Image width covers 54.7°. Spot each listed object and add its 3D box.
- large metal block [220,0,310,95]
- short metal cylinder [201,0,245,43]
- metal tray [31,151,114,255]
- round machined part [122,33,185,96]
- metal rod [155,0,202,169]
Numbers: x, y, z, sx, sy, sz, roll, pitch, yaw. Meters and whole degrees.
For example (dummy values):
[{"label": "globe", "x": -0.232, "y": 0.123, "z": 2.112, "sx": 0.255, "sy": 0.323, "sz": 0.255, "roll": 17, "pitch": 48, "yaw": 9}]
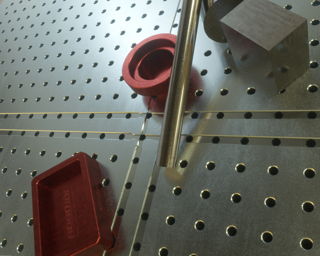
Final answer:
[{"label": "large metal block", "x": 0.126, "y": -0.099, "z": 0.367, "sx": 0.050, "sy": 0.080, "sz": 0.080, "roll": -40, "pitch": 51, "yaw": 1}, {"label": "short metal cylinder", "x": 0.094, "y": -0.165, "z": 0.424, "sx": 0.080, "sy": 0.080, "sz": 0.050, "roll": -21, "pitch": 54, "yaw": 15}, {"label": "metal tray", "x": -0.117, "y": 0.105, "z": 0.399, "sx": 0.090, "sy": 0.030, "sz": 0.130, "roll": -29, "pitch": 52, "yaw": 9}, {"label": "round machined part", "x": -0.002, "y": -0.086, "z": 0.450, "sx": 0.098, "sy": 0.042, "sz": 0.098, "roll": -13, "pitch": 56, "yaw": 20}, {"label": "metal rod", "x": 0.031, "y": -0.098, "z": 0.395, "sx": 0.025, "sy": 0.025, "sz": 0.298, "roll": 5, "pitch": 81, "yaw": 30}]
